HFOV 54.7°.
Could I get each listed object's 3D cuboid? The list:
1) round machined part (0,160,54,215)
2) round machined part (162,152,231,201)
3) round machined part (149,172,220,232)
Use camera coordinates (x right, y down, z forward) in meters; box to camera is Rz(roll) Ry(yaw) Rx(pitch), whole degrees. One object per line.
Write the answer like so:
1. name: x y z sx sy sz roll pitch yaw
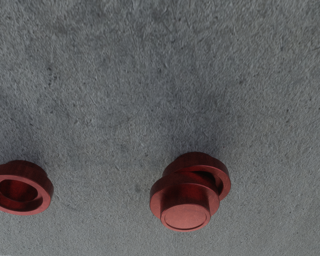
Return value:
1. round machined part: -0.210 0.086 0.467 0.099 0.042 0.097 0 130 0
2. round machined part: 0.052 0.073 0.459 0.099 0.042 0.097 0 130 0
3. round machined part: 0.034 0.109 0.434 0.099 0.042 0.097 0 131 0
